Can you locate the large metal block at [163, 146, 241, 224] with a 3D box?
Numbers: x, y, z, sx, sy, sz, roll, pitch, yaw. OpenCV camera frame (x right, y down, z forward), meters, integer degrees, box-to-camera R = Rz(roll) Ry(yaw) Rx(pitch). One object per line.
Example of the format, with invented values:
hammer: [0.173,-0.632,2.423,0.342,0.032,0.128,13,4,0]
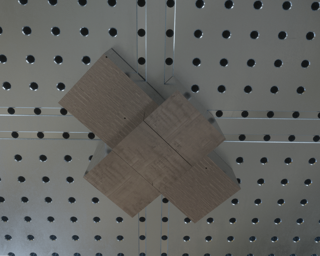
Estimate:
large metal block: [0.049,0.069,0.426,0.080,0.050,0.080,-42,105,14]

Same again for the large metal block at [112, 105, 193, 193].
large metal block: [-0.008,0.021,0.392,0.050,0.080,0.080,-42,105,14]

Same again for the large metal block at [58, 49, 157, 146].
large metal block: [-0.061,-0.038,0.382,0.080,0.050,0.080,-43,105,15]

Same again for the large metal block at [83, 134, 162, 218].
large metal block: [-0.044,0.054,0.404,0.050,0.080,0.080,-42,105,14]

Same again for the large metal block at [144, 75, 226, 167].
large metal block: [0.028,-0.012,0.381,0.050,0.080,0.080,-42,105,14]
